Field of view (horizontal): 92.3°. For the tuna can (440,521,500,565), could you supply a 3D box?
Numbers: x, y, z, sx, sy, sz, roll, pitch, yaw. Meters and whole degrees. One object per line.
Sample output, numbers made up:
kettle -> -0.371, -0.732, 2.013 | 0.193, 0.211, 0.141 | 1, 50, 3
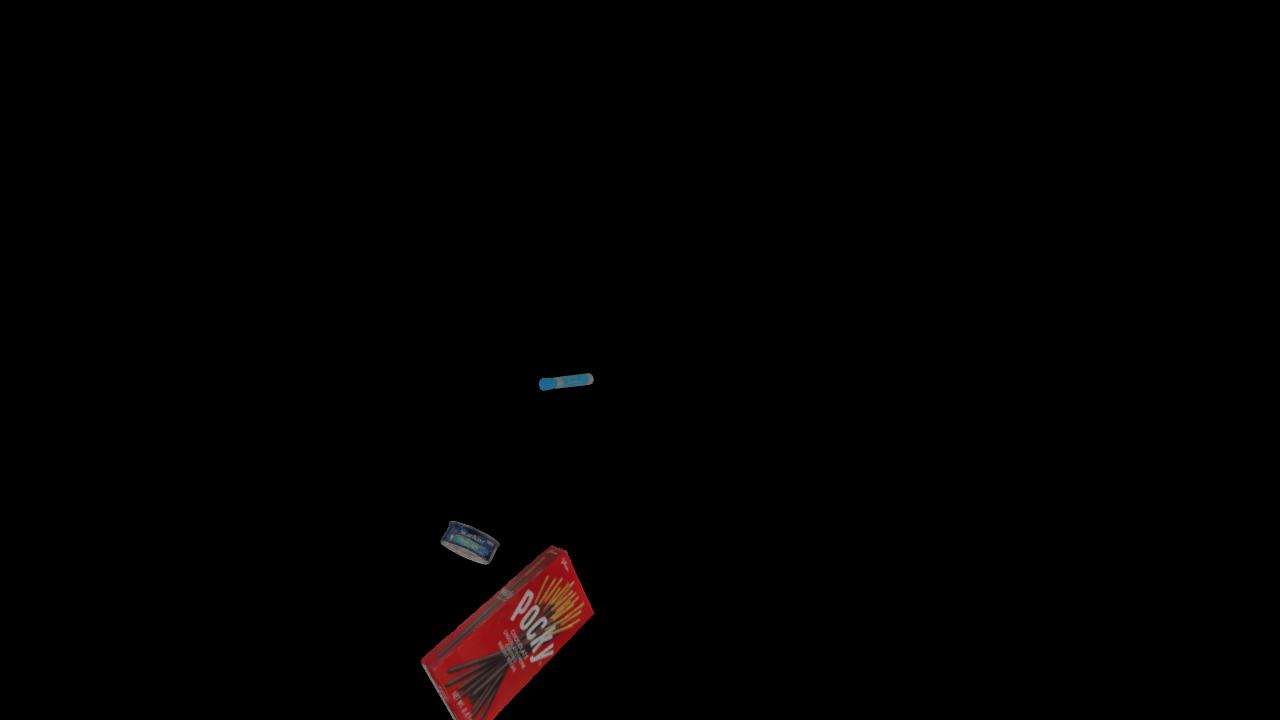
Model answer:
tuna can -> -0.259, 0.278, 0.934 | 0.084, 0.034, 0.084 | 18, -30, 11

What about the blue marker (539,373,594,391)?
blue marker -> -0.111, 0.033, 0.931 | 0.020, 0.020, 0.121 | 0, 3, 30

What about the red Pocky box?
red Pocky box -> -0.114, 0.251, 0.563 | 0.028, 0.083, 0.155 | -2, 25, 46
